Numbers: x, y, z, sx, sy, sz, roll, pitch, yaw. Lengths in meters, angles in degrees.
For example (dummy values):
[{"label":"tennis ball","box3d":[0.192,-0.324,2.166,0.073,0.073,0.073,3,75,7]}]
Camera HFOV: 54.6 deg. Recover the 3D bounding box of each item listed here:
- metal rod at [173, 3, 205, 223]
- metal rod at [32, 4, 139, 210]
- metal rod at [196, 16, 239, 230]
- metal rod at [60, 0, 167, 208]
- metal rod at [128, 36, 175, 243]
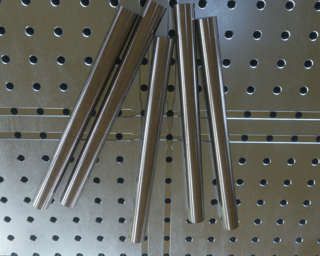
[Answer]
[{"label":"metal rod","box3d":[0.041,-0.005,0.412,0.025,0.025,0.298,-5,110,2]},{"label":"metal rod","box3d":[-0.105,-0.014,0.407,0.025,0.025,0.298,26,108,-9]},{"label":"metal rod","box3d":[0.080,0.008,0.417,0.025,0.025,0.298,-9,110,3]},{"label":"metal rod","box3d":[-0.068,-0.019,0.406,0.025,0.025,0.298,24,108,-9]},{"label":"metal rod","box3d":[-0.015,0.029,0.424,0.025,0.025,0.298,7,110,-3]}]
